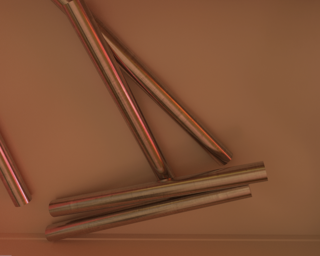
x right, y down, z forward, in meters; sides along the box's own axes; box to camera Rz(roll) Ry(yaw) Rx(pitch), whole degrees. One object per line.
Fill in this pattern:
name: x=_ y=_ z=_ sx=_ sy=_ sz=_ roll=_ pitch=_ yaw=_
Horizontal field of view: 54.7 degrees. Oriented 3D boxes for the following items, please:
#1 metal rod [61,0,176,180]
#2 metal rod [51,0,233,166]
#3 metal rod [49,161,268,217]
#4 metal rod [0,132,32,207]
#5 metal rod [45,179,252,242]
metal rod: x=-0.032 y=-0.013 z=0.390 sx=0.025 sy=0.025 sz=0.299 roll=-23 pitch=115 yaw=8
metal rod: x=-0.014 y=-0.057 z=0.389 sx=0.025 sy=0.025 sz=0.300 roll=-43 pitch=105 yaw=14
metal rod: x=-0.013 y=0.085 z=0.414 sx=0.301 sy=0.025 sz=0.025 roll=-13 pitch=110 yaw=15
metal rod: x=-0.237 y=-0.028 z=0.397 sx=0.025 sy=0.025 sz=0.298 roll=-15 pitch=110 yaw=5
metal rod: x=-0.025 y=0.117 z=0.432 sx=0.301 sy=0.025 sz=0.025 roll=-17 pitch=110 yaw=14
